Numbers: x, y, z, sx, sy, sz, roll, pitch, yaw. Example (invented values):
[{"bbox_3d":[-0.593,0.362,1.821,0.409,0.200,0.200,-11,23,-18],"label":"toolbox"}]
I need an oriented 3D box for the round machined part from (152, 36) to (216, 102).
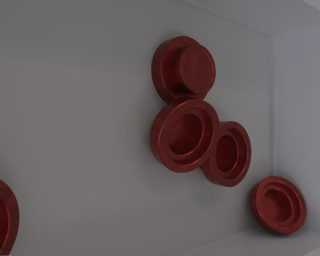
[{"bbox_3d":[0.039,-0.078,0.428,0.099,0.042,0.097,0,90,-40],"label":"round machined part"}]

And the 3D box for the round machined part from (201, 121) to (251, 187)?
[{"bbox_3d":[0.094,0.038,0.474,0.099,0.042,0.097,0,90,-40],"label":"round machined part"}]

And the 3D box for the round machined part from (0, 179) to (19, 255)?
[{"bbox_3d":[-0.165,0.081,0.241,0.098,0.042,0.097,4,90,-65],"label":"round machined part"}]

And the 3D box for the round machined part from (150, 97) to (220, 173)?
[{"bbox_3d":[0.028,0.006,0.408,0.099,0.042,0.097,-12,113,-31],"label":"round machined part"}]

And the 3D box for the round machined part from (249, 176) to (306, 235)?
[{"bbox_3d":[0.201,0.138,0.545,0.099,0.042,0.098,7,62,-14],"label":"round machined part"}]
